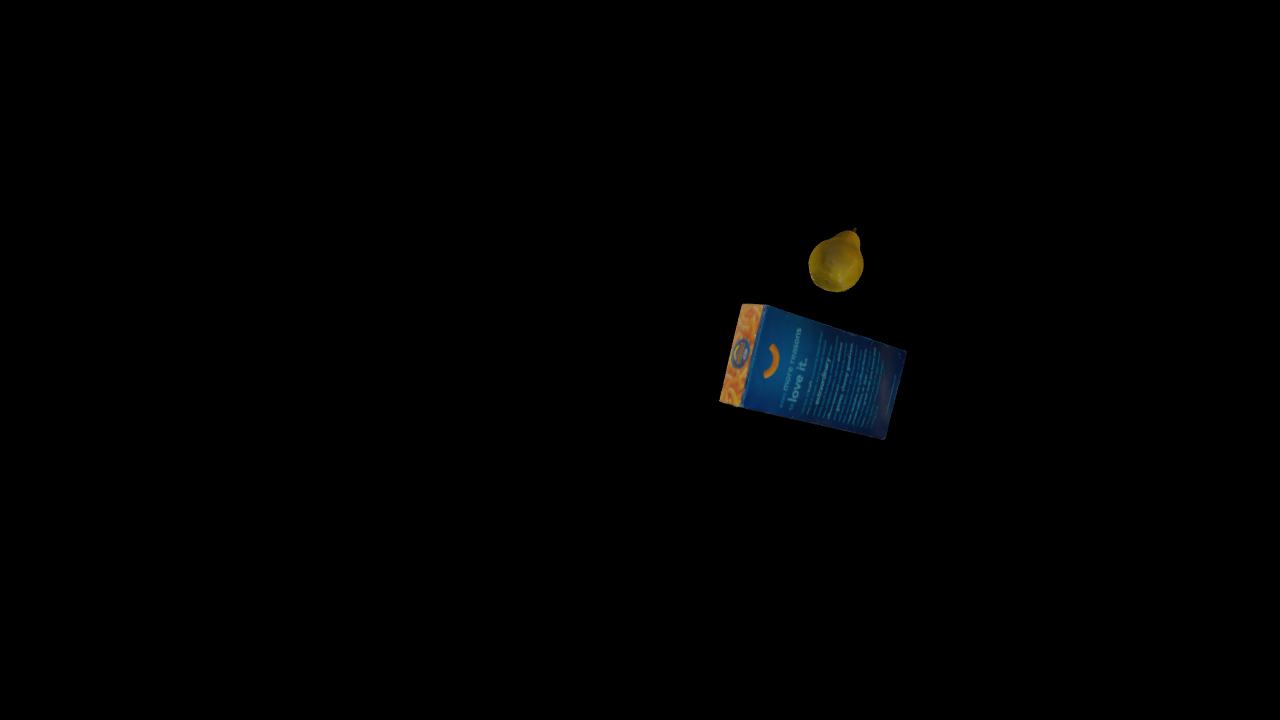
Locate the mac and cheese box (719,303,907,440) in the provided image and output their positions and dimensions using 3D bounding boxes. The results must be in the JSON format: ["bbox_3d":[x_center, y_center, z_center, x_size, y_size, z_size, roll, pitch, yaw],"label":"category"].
[{"bbox_3d":[0.166,0.014,0.574,0.184,0.093,0.041,14,0,-28],"label":"mac and cheese box"}]

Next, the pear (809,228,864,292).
[{"bbox_3d":[0.291,-0.154,0.880,0.080,0.111,0.080,28,-12,7],"label":"pear"}]
